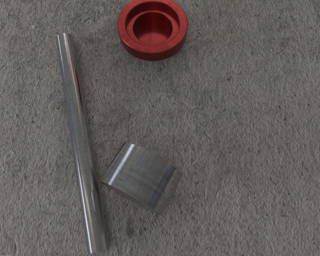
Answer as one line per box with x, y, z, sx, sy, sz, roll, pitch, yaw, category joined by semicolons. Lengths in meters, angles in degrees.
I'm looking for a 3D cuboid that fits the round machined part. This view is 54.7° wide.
-0.010;-0.139;0.450;0.099;0.042;0.098;0;70;0;round machined part

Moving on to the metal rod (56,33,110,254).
-0.105;0.005;0.405;0.025;0.025;0.299;-13;71;-5;metal rod

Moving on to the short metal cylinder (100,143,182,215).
-0.021;0.059;0.357;0.080;0.080;0.050;26;72;9;short metal cylinder
